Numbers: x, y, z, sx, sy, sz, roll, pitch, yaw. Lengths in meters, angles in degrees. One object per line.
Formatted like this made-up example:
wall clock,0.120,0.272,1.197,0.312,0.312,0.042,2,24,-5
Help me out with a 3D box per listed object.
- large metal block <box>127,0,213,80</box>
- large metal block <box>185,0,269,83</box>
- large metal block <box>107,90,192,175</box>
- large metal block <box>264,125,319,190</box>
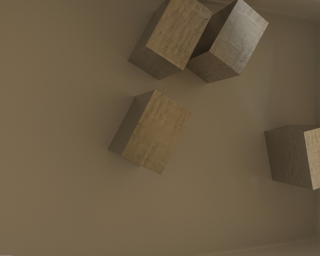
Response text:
large metal block,0.010,-0.112,0.384,0.050,0.080,0.080,30,80,-18
large metal block,0.083,-0.111,0.411,0.050,0.080,0.080,33,79,-17
large metal block,-0.016,0.005,0.375,0.050,0.080,0.080,29,81,-18
large metal block,0.207,0.039,0.457,0.050,0.080,0.080,-12,95,-20
